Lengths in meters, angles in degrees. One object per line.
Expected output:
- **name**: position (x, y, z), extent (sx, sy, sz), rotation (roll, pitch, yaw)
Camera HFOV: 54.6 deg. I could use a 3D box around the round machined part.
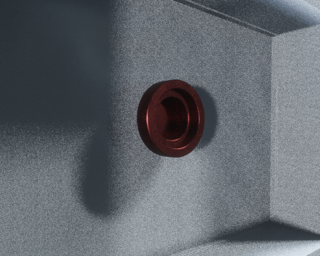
- **round machined part**: position (0.009, -0.012, 0.402), extent (0.099, 0.042, 0.097), rotation (0, 90, -40)
